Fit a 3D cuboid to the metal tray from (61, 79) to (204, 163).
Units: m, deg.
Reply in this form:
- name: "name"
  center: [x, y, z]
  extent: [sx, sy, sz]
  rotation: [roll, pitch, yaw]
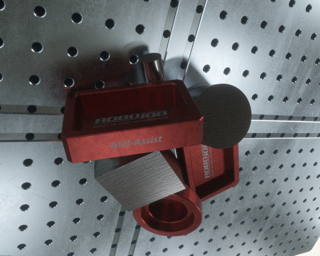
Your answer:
- name: "metal tray"
  center: [-0.030, -0.012, 0.322]
  extent: [0.131, 0.090, 0.030]
  rotation: [-8, 125, -8]

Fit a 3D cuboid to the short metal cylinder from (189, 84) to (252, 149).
- name: "short metal cylinder"
  center: [0.069, -0.016, 0.399]
  extent: [0.081, 0.050, 0.079]
  rotation: [-1, 95, -17]

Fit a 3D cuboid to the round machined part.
- name: "round machined part"
  center: [0.012, 0.112, 0.454]
  extent: [0.099, 0.042, 0.097]
  rotation: [4, 128, 5]

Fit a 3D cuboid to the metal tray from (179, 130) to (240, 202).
- name: "metal tray"
  center: [0.075, 0.051, 0.476]
  extent: [0.091, 0.030, 0.129]
  rotation: [-23, 127, -15]

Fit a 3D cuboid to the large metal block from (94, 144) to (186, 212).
- name: "large metal block"
  center: [-0.024, 0.050, 0.384]
  extent: [0.080, 0.050, 0.080]
  rotation: [-25, 130, 9]

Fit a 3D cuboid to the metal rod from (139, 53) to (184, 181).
- name: "metal rod"
  center: [0.015, 0.038, 0.438]
  extent: [0.025, 0.025, 0.298]
  rotation: [-23, 127, -15]
